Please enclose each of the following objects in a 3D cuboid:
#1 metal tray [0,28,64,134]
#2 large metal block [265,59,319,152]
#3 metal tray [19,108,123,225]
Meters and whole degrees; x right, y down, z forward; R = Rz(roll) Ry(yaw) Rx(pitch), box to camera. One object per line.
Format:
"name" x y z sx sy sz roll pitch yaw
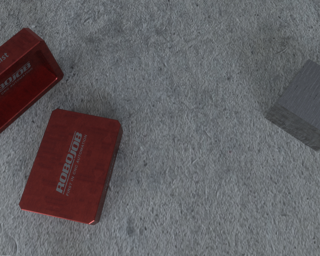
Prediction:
"metal tray" -0.191 -0.053 0.391 0.030 0.090 0.130 40 75 13
"large metal block" 0.201 -0.029 0.407 0.080 0.050 0.080 36 74 12
"metal tray" -0.106 0.047 0.388 0.090 0.030 0.130 11 70 4
